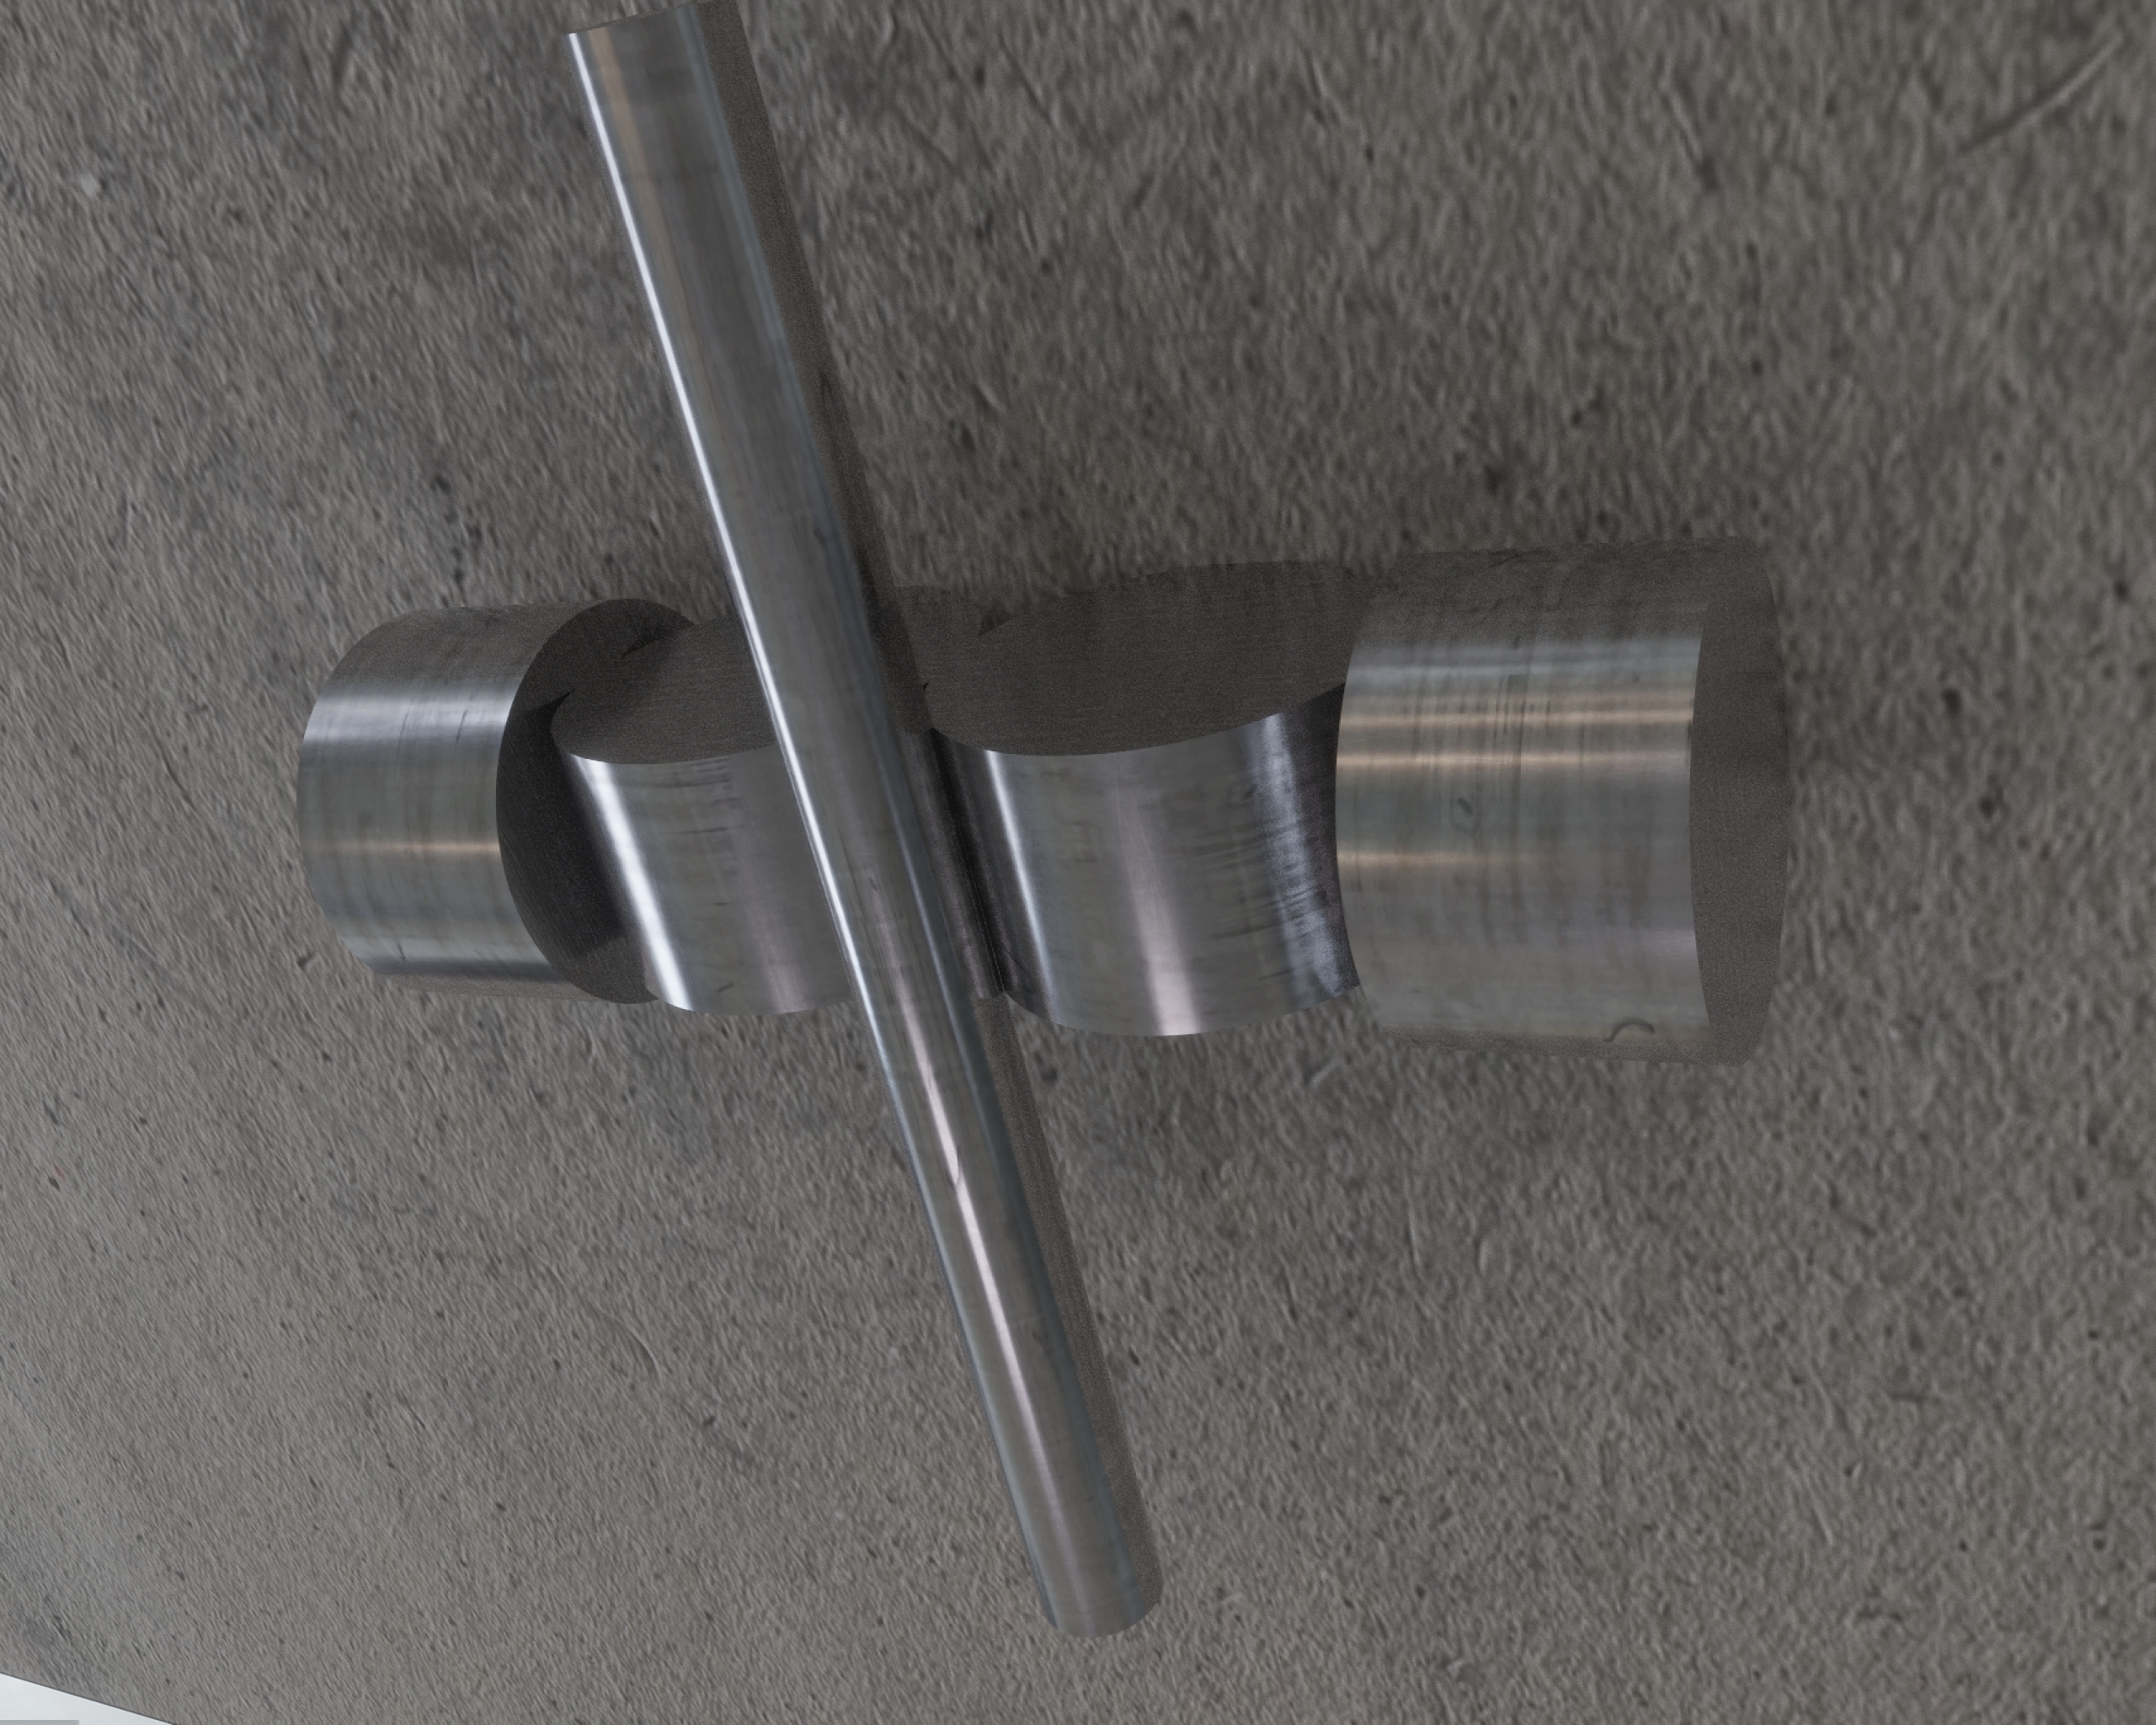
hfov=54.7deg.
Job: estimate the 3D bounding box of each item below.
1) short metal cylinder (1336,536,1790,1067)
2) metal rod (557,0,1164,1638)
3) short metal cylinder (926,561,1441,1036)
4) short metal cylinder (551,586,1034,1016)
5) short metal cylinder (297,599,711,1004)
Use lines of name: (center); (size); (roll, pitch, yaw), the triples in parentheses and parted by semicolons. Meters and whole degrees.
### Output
short metal cylinder: (0.078, -0.010, 0.326); (0.050, 0.080, 0.080); (1, 119, 28)
metal rod: (-0.027, 0.014, 0.352); (0.025, 0.025, 0.298); (1, 119, 28)
short metal cylinder: (0.019, -0.013, 0.354); (0.080, 0.080, 0.050); (1, 119, 28)
short metal cylinder: (-0.051, -0.014, 0.391); (0.080, 0.080, 0.050); (1, 119, 28)
short metal cylinder: (-0.108, -0.012, 0.422); (0.050, 0.080, 0.080); (1, 119, 28)
